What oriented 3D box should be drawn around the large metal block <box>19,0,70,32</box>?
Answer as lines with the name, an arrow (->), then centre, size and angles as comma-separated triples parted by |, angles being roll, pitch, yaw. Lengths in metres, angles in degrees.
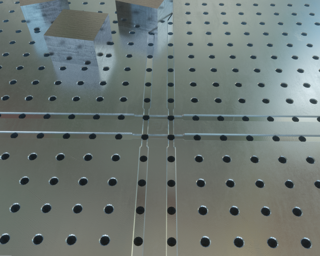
large metal block -> -0.217, -0.234, 0.587 | 0.081, 0.050, 0.080 | -16, 52, -13

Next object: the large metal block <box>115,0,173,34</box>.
large metal block -> -0.027, -0.228, 0.583 | 0.080, 0.050, 0.080 | 16, 52, 13

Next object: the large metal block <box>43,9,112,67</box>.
large metal block -> -0.133, -0.152, 0.519 | 0.080, 0.050, 0.080 | 8, 51, 7
